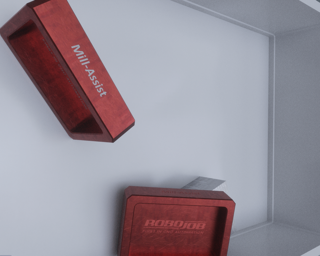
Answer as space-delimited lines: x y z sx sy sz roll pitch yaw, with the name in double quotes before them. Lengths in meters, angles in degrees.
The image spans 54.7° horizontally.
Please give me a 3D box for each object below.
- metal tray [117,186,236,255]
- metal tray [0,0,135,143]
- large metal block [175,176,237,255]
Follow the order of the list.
"metal tray" 0.019 0.121 0.374 0.131 0.030 0.089 6 98 -13
"metal tray" -0.087 -0.048 0.291 0.030 0.090 0.130 -43 116 -32
"large metal block" 0.058 0.125 0.442 0.081 0.050 0.079 -23 105 -38
